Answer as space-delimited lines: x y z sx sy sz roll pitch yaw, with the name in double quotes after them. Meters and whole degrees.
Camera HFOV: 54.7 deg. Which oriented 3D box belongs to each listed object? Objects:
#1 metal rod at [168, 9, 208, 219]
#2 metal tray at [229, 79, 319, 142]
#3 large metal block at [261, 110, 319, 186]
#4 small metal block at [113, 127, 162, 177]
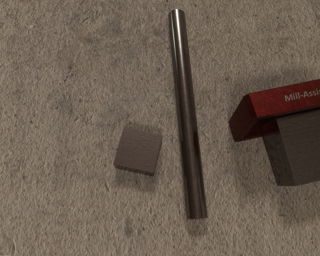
0.035 -0.032 0.420 0.025 0.025 0.299 -3 70 -2 "metal rod"
0.160 -0.022 0.383 0.131 0.090 0.030 -12 71 -5 "metal tray"
0.182 0.024 0.382 0.081 0.050 0.080 -11 80 -5 "large metal block"
-0.027 0.031 0.397 0.050 0.025 0.050 12 70 4 "small metal block"
